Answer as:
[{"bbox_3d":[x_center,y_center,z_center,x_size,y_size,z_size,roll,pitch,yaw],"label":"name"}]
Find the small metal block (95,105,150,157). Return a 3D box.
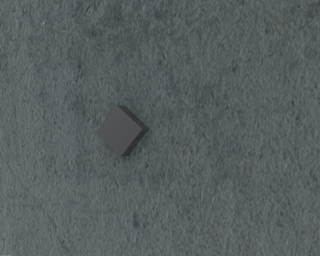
[{"bbox_3d":[-0.052,0.004,0.428,0.050,0.025,0.050,42,103,15],"label":"small metal block"}]
